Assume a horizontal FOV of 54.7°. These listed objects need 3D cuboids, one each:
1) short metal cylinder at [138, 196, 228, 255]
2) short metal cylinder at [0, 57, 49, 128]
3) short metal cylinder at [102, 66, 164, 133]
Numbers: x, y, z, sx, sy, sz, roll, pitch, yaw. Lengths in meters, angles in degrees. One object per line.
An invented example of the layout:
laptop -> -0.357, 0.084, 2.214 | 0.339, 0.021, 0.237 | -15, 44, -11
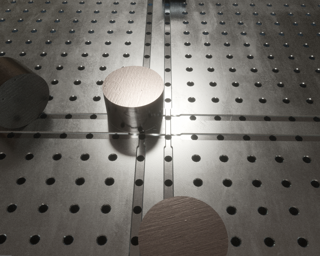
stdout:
short metal cylinder -> 0.021, 0.113, 0.297 | 0.081, 0.050, 0.080 | 0, 50, 0
short metal cylinder -> -0.196, -0.046, 0.408 | 0.050, 0.080, 0.080 | 34, 58, 24
short metal cylinder -> -0.035, -0.040, 0.425 | 0.081, 0.050, 0.080 | 0, 50, 0
